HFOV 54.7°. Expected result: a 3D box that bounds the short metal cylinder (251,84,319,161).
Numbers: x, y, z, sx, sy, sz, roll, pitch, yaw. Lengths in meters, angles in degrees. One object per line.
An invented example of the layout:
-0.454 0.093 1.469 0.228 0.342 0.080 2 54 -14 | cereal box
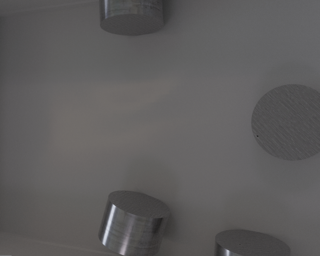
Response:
0.145 -0.006 0.346 0.080 0.050 0.080 0 90 20 | short metal cylinder

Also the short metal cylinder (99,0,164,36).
-0.036 -0.155 0.394 0.080 0.080 0.050 -3 89 20 | short metal cylinder

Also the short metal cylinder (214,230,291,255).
0.101 0.153 0.346 0.080 0.080 0.050 5 92 20 | short metal cylinder

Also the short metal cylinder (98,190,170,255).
-0.032 0.119 0.393 0.080 0.080 0.050 18 96 19 | short metal cylinder
